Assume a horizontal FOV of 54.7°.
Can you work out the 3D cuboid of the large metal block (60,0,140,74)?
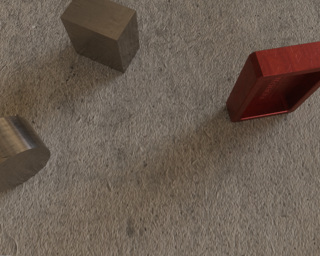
[{"bbox_3d":[-0.077,-0.130,0.426,0.080,0.080,0.050,24,72,8],"label":"large metal block"}]

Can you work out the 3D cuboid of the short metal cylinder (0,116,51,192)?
[{"bbox_3d":[-0.180,0.031,0.366,0.080,0.080,0.050,-38,75,-13],"label":"short metal cylinder"}]

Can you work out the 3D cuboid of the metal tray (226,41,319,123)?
[{"bbox_3d":[0.138,-0.049,0.372,0.091,0.130,0.030,-10,71,-4],"label":"metal tray"}]
